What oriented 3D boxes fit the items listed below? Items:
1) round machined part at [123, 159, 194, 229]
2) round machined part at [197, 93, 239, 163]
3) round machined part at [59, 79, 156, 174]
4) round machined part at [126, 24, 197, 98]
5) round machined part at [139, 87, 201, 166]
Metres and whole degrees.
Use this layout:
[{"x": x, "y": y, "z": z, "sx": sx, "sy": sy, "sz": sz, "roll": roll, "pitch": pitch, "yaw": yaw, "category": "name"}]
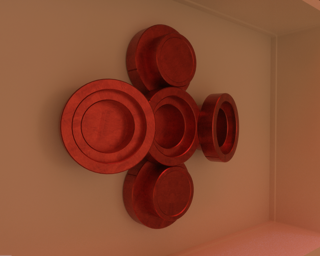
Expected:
[{"x": 0.005, "y": 0.080, "z": 0.398, "sx": 0.099, "sy": 0.042, "sz": 0.097, "roll": 0, "pitch": 90, "yaw": -40, "category": "round machined part"}, {"x": 0.077, "y": 0.000, "z": 0.447, "sx": 0.099, "sy": 0.042, "sz": 0.097, "roll": -1, "pitch": 91, "yaw": -56, "category": "round machined part"}, {"x": -0.058, "y": -0.002, "z": 0.334, "sx": 0.099, "sy": 0.042, "sz": 0.097, "roll": 0, "pitch": 90, "yaw": -23, "category": "round machined part"}, {"x": 0.009, "y": -0.085, "z": 0.400, "sx": 0.099, "sy": 0.042, "sz": 0.097, "roll": 0, "pitch": 90, "yaw": -40, "category": "round machined part"}, {"x": 0.005, "y": -0.002, "z": 0.396, "sx": 0.099, "sy": 0.042, "sz": 0.097, "roll": 0, "pitch": 90, "yaw": -40, "category": "round machined part"}]
